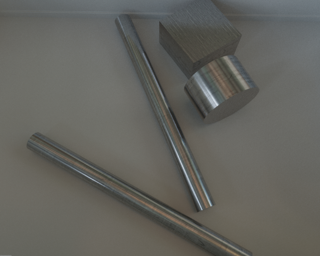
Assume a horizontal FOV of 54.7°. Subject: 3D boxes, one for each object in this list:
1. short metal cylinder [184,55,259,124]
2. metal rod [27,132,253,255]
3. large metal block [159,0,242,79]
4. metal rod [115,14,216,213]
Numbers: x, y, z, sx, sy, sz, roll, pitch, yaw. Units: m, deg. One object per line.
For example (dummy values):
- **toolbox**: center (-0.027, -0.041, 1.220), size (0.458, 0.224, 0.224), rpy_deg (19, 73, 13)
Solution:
- **short metal cylinder**: center (0.079, -0.048, 0.399), size (0.080, 0.080, 0.050), rpy_deg (-26, 72, -9)
- **metal rod**: center (-0.032, 0.085, 0.378), size (0.301, 0.025, 0.025), rpy_deg (28, 72, 9)
- **large metal block**: center (0.055, -0.128, 0.444), size (0.080, 0.050, 0.080), rpy_deg (-32, 73, -11)
- **metal rod**: center (0.000, -0.033, 0.421), size (0.025, 0.025, 0.299), rpy_deg (-21, 72, -8)
